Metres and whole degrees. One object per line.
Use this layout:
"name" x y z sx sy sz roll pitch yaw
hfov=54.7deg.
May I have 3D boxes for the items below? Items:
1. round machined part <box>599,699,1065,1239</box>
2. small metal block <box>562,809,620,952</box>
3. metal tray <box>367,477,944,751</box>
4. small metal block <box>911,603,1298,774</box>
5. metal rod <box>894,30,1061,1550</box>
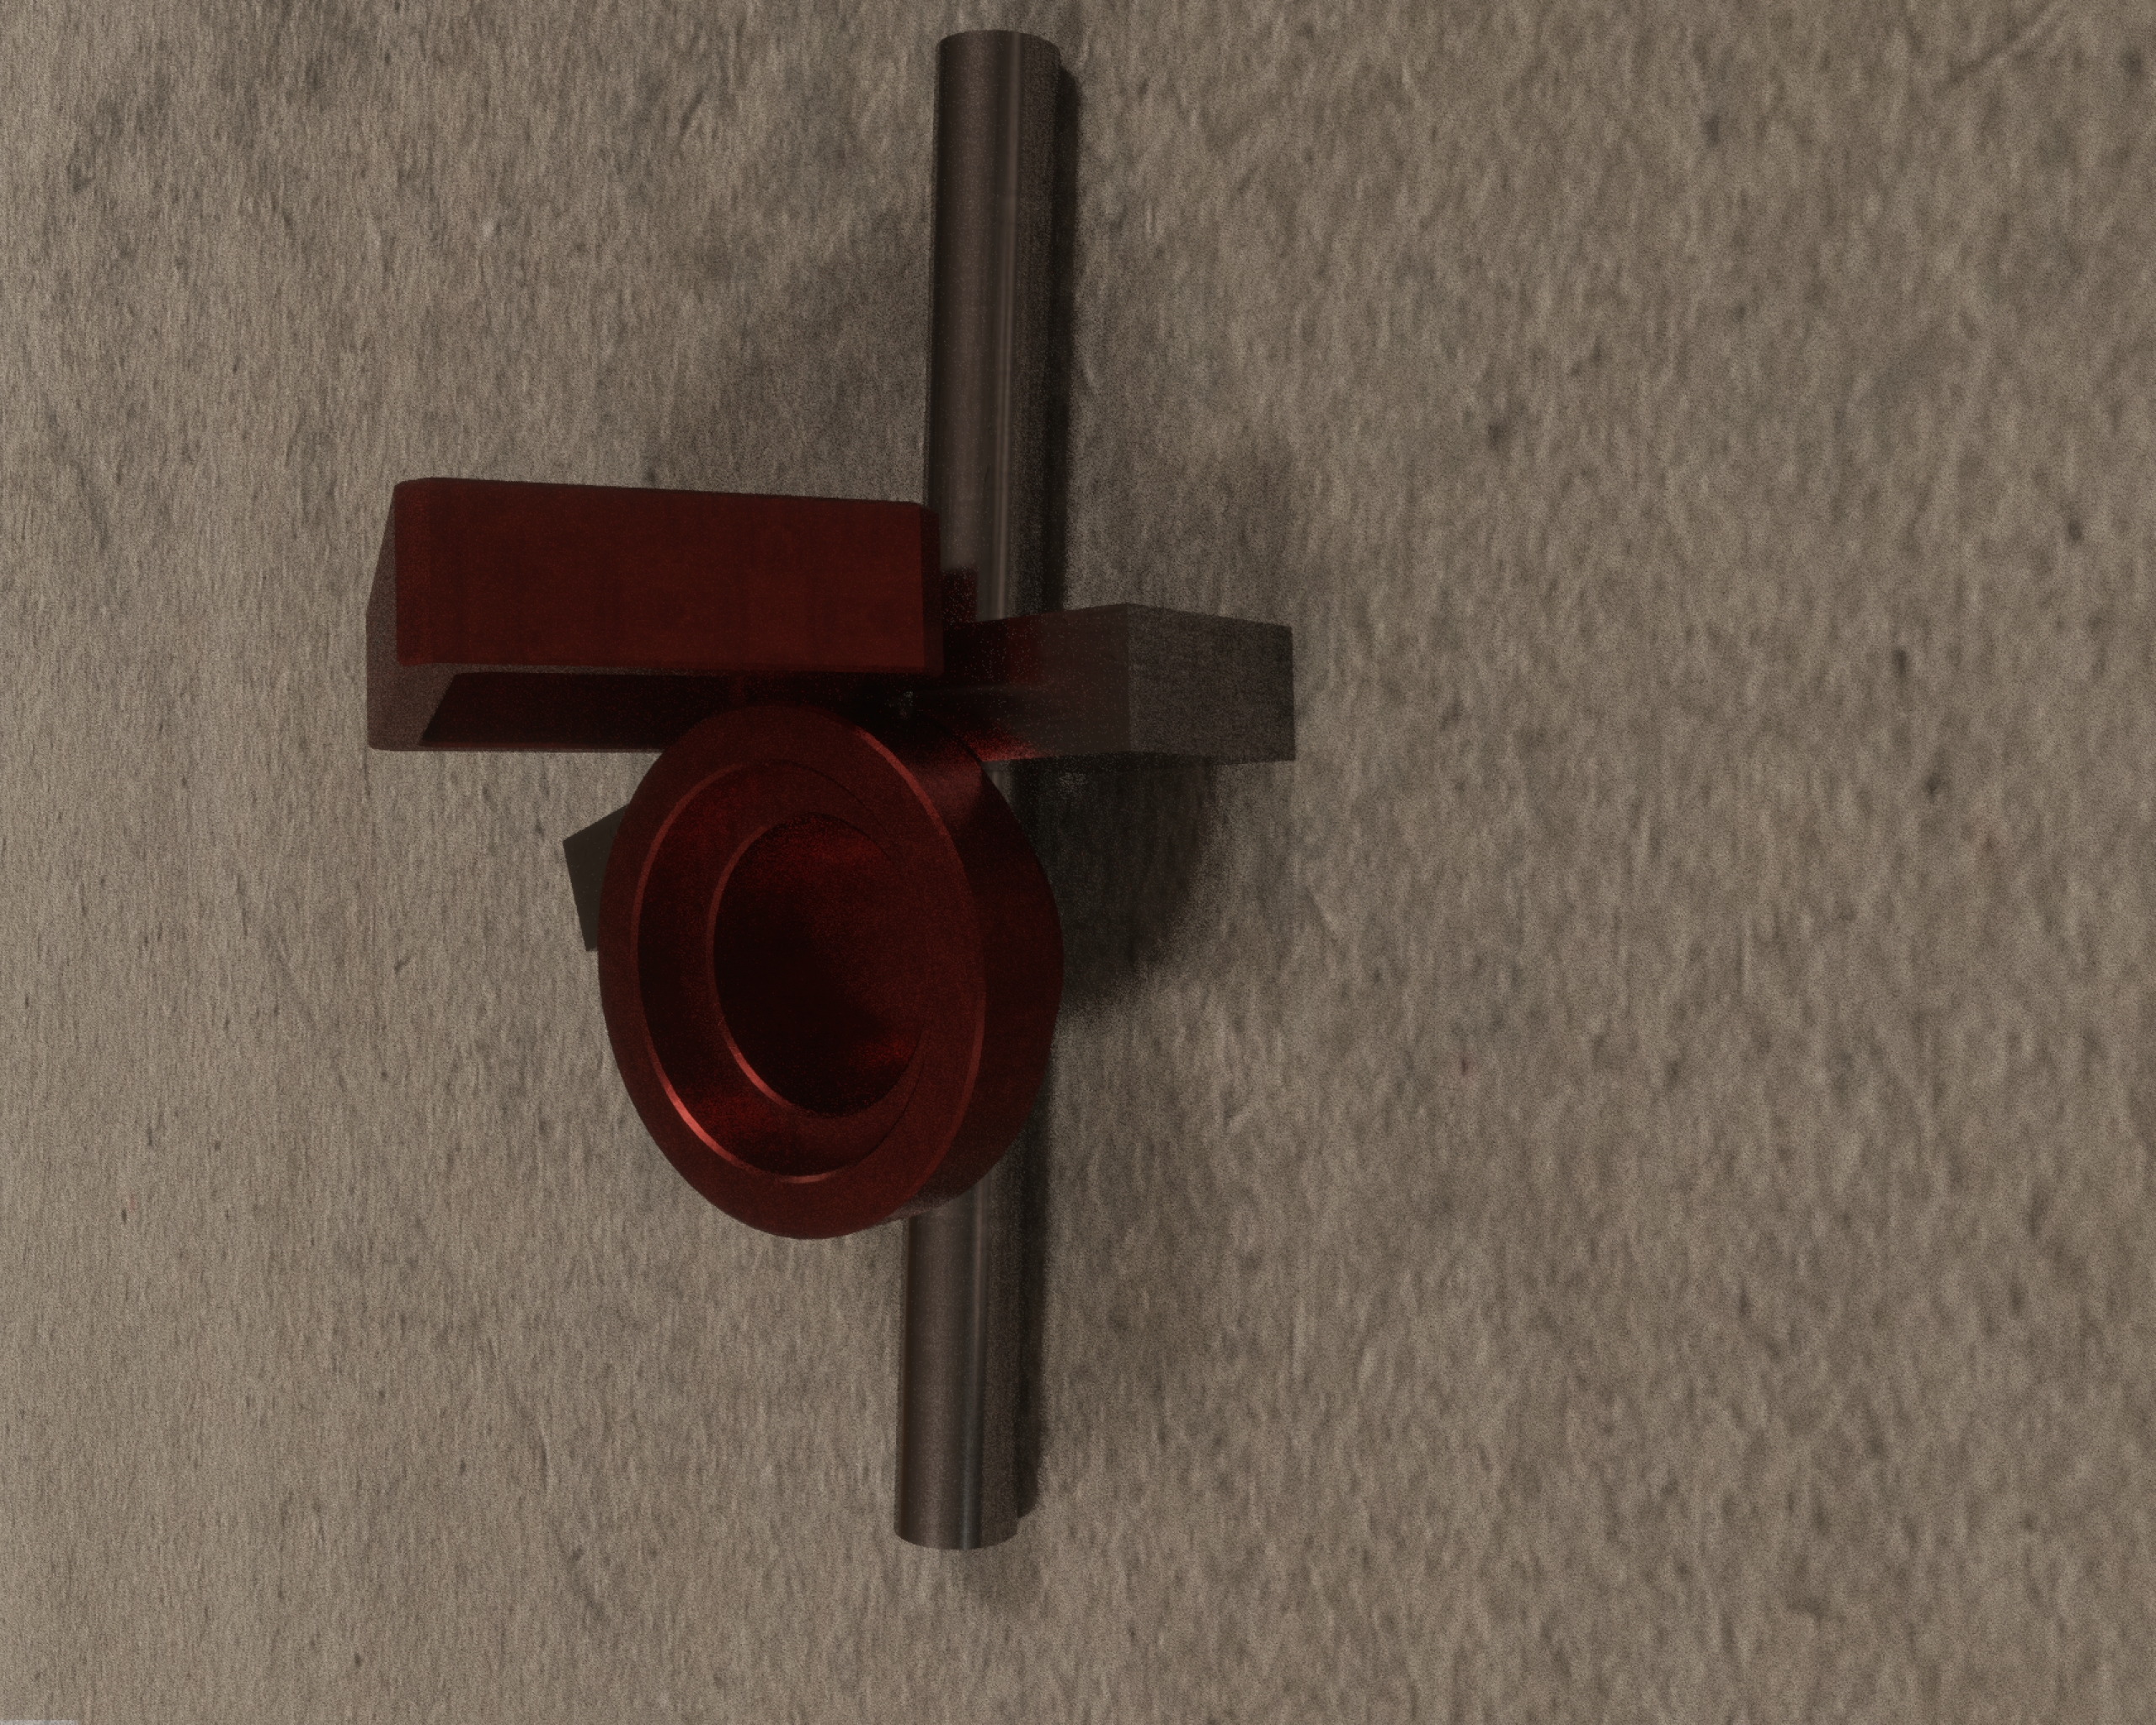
"round machined part" -0.042 0.018 0.392 0.098 0.042 0.097 3 95 37
"small metal block" -0.073 -0.001 0.448 0.050 0.050 0.025 -24 75 37
"metal tray" -0.087 -0.043 0.404 0.130 0.091 0.030 170 98 -69
"small metal block" 0.005 -0.031 0.384 0.050 0.050 0.025 -2 89 39
"metal rod" -0.020 -0.013 0.421 0.025 0.025 0.298 3 92 39
